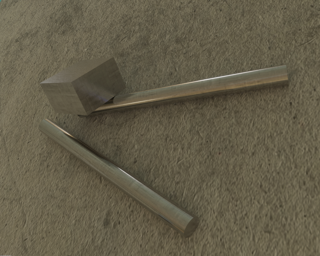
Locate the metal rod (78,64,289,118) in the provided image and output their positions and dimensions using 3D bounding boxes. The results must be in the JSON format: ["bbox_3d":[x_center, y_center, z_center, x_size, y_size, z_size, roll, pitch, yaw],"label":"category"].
[{"bbox_3d":[0.013,-0.046,0.423,0.301,0.025,0.025,-7,59,24],"label":"metal rod"}]

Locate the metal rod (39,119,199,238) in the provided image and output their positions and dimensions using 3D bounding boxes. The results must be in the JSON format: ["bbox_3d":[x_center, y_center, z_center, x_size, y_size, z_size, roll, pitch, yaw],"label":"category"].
[{"bbox_3d":[-0.076,0.050,0.411,0.300,0.025,0.025,26,76,36],"label":"metal rod"}]

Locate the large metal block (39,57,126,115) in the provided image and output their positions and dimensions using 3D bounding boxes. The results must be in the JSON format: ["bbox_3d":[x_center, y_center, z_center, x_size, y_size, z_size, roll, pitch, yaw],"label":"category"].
[{"bbox_3d":[-0.112,-0.062,0.455,0.080,0.050,0.080,6,37,41],"label":"large metal block"}]
